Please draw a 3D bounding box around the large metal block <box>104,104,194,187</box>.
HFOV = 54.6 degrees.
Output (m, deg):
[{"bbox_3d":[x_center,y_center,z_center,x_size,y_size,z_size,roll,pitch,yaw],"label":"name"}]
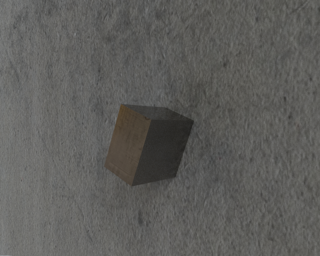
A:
[{"bbox_3d":[-0.012,0.019,0.380,0.050,0.081,0.080,28,107,37],"label":"large metal block"}]
